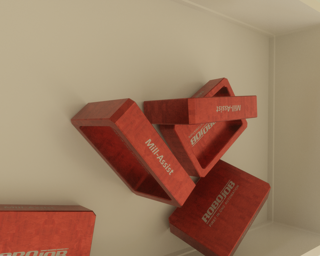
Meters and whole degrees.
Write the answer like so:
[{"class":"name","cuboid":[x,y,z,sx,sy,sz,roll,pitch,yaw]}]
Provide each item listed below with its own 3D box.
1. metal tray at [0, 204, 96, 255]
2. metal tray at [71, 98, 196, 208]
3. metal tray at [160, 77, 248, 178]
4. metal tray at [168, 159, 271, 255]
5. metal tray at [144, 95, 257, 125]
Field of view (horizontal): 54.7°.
[{"class":"metal tray","cuboid":[-0.132,0.121,0.294,0.131,0.030,0.090,13,82,-40]},{"class":"metal tray","cuboid":[-0.029,0.029,0.341,0.030,0.090,0.130,-51,120,-28]},{"class":"metal tray","cuboid":[0.068,-0.003,0.448,0.131,0.030,0.090,-42,113,-32]},{"class":"metal tray","cuboid":[0.085,0.112,0.436,0.131,0.090,0.030,-44,146,-31]},{"class":"metal tray","cuboid":[0.055,-0.025,0.412,0.131,0.090,0.030,-7,95,-40]}]
